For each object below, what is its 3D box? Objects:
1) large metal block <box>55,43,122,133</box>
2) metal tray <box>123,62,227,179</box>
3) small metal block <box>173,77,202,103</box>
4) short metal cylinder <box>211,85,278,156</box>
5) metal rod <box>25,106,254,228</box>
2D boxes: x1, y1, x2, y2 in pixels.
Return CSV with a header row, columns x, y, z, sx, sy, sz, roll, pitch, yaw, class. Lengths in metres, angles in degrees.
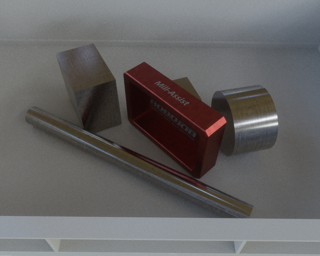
x,y,z,sx,sy,sz,roll,pitch,yaw,class
-0.093,-0.050,0.409,0.050,0.080,0.080,-21,53,-17,large metal block
0.012,-0.009,0.368,0.030,0.089,0.130,-36,59,-27,metal tray
0.024,-0.042,0.437,0.050,0.025,0.050,-15,52,-13,small metal block
0.099,-0.009,0.376,0.050,0.080,0.080,-10,51,-7,short metal cylinder
-0.039,0.038,0.371,0.301,0.025,0.025,23,54,17,metal rod
